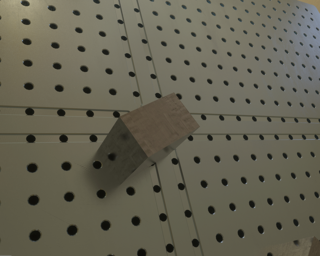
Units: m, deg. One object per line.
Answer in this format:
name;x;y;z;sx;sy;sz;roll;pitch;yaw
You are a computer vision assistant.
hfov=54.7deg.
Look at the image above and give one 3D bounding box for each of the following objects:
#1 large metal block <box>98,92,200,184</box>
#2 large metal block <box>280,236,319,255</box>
large metal block;-0.014;0.012;0.359;0.081;0.080;0.050;-28;78;-38
large metal block;0.188;0.195;0.377;0.080;0.050;0.080;43;51;1
